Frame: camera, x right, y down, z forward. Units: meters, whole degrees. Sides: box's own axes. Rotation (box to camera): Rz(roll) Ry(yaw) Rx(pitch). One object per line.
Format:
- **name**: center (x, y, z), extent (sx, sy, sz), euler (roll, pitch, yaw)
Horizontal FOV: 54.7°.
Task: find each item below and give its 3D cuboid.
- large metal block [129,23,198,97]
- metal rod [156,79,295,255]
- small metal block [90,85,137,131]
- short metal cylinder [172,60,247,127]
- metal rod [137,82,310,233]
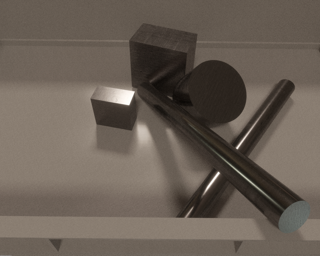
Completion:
- **large metal block**: center (0.005, -0.096, 0.449), extent (0.080, 0.080, 0.050), euler (16, 49, 12)
- **metal rod**: center (0.096, 0.030, 0.381), extent (0.025, 0.025, 0.301), euler (30, 56, 22)
- **small metal block**: center (-0.060, -0.026, 0.410), extent (0.050, 0.050, 0.025), euler (10, 51, 8)
- **short metal cylinder**: center (0.063, -0.041, 0.400), extent (0.081, 0.050, 0.080), euler (4, 79, -19)
- **metal rod**: center (0.032, 0.001, 0.325), extent (0.025, 0.025, 0.300), euler (-18, 28, -15)
